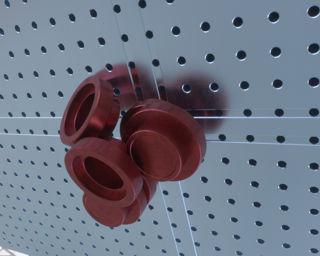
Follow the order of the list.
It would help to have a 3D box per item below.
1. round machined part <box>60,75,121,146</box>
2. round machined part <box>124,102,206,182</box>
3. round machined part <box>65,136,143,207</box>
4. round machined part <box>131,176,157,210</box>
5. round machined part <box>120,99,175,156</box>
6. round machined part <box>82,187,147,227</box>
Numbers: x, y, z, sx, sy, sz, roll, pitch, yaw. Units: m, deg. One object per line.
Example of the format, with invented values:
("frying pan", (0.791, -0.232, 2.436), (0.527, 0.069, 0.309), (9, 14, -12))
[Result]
("round machined part", (-0.090, -0.017, 0.413), (0.042, 0.098, 0.098), (26, 138, -35))
("round machined part", (0.000, 0.023, 0.359), (0.098, 0.042, 0.097), (13, 123, 21))
("round machined part", (-0.064, 0.049, 0.382), (0.098, 0.042, 0.097), (17, 134, 19))
("round machined part", (-0.058, 0.085, 0.457), (0.098, 0.042, 0.097), (13, 124, 21))
("round machined part", (-0.009, 0.016, 0.388), (0.098, 0.042, 0.097), (13, 124, 21))
("round machined part", (-0.071, 0.104, 0.448), (0.098, 0.042, 0.097), (13, 124, 21))
